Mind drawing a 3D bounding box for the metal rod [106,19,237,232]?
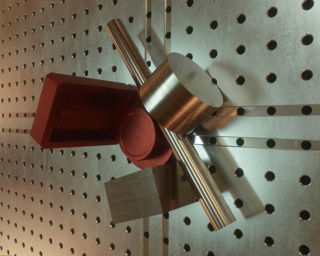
[{"bbox_3d":[0.003,-0.020,0.378,0.025,0.025,0.299,-42,65,31],"label":"metal rod"}]

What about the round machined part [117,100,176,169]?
[{"bbox_3d":[-0.018,0.008,0.411,0.098,0.042,0.097,0,90,39],"label":"round machined part"}]

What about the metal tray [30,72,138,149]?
[{"bbox_3d":[-0.098,-0.020,0.420,0.030,0.131,0.089,34,111,34],"label":"metal tray"}]

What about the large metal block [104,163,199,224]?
[{"bbox_3d":[-0.007,0.077,0.377,0.080,0.081,0.050,-24,75,37],"label":"large metal block"}]

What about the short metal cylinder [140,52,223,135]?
[{"bbox_3d":[0.024,-0.039,0.350,0.050,0.081,0.080,-44,64,31],"label":"short metal cylinder"}]
